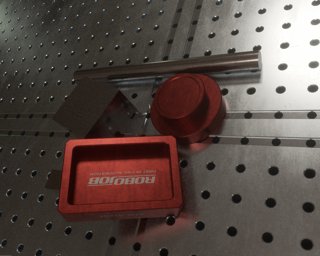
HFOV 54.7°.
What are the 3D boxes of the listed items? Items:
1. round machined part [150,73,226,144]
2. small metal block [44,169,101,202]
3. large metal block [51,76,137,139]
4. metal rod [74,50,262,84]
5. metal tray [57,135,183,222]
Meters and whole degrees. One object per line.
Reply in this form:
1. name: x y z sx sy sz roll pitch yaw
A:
1. round machined part: 0.031 -0.031 0.399 0.098 0.042 0.098 -13 56 20
2. small metal block: -0.109 0.076 0.401 0.050 0.050 0.025 1 63 28
3. large metal block: -0.096 -0.021 0.453 0.080 0.050 0.080 25 75 36
4. metal rod: -0.006 -0.087 0.463 0.300 0.025 0.025 0 62 27
5. metal tray: -0.043 0.056 0.357 0.131 0.030 0.090 -2 57 -3
